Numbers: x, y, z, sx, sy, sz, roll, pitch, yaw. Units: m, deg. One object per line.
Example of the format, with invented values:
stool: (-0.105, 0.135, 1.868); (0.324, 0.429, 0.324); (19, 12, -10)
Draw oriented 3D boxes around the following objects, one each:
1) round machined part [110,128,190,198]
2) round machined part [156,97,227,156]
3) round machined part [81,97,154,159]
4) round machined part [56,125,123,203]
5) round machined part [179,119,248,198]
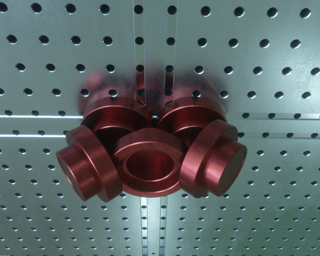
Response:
round machined part: (-0.012, 0.038, 0.376); (0.099, 0.042, 0.097); (-1, 130, 0)
round machined part: (0.042, 0.010, 0.409); (0.099, 0.042, 0.097); (-1, 130, 0)
round machined part: (-0.056, 0.010, 0.408); (0.099, 0.042, 0.097); (-1, 130, 0)
round machined part: (-0.090, 0.049, 0.374); (0.042, 0.098, 0.097); (-30, 135, -25)
round machined part: (0.069, 0.042, 0.370); (0.042, 0.099, 0.097); (29, 138, 29)
